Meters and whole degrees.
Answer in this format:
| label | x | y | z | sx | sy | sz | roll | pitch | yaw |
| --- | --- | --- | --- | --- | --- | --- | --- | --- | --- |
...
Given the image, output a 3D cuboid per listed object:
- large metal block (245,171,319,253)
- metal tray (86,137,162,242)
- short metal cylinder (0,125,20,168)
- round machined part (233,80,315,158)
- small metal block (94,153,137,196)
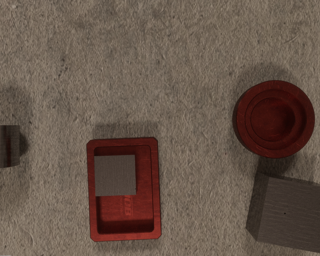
| label | x | y | z | sx | sy | sz | roll | pitch | yaw |
| --- | --- | --- | --- | --- | --- | --- | --- | --- | --- |
| large metal block | 0.164 | 0.106 | 0.400 | 0.080 | 0.050 | 0.080 | 11 | 90 | -1 |
| metal tray | -0.046 | 0.078 | 0.406 | 0.091 | 0.030 | 0.129 | -2 | 90 | -1 |
| short metal cylinder | -0.216 | 0.021 | 0.380 | 0.081 | 0.080 | 0.050 | 0 | 90 | -1 |
| round machined part | 0.143 | -0.011 | 0.403 | 0.099 | 0.042 | 0.097 | 0 | 90 | -1 |
| small metal block | -0.056 | 0.059 | 0.396 | 0.050 | 0.025 | 0.050 | -2 | 90 | -1 |
